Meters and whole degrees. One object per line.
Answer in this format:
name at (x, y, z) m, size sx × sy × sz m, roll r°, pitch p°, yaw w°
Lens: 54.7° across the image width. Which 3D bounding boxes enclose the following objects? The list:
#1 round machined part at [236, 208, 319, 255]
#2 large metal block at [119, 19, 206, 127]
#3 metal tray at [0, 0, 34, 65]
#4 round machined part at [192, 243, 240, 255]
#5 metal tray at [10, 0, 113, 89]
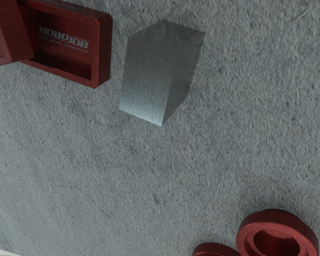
round machined part at (0.153, 0.145, 0.404) m, size 0.098 × 0.042 × 0.097 m, roll 13°, pitch 124°, yaw 20°
large metal block at (0.003, -0.061, 0.331) m, size 0.050 × 0.080 × 0.079 m, roll 23°, pitch 127°, yaw 14°
metal tray at (-0.222, -0.128, 0.409) m, size 0.130 × 0.030 × 0.089 m, roll 3°, pitch 113°, yaw 43°
round machined part at (0.092, 0.233, 0.491) m, size 0.098 × 0.042 × 0.097 m, roll 13°, pitch 124°, yaw 20°
metal tray at (-0.126, -0.113, 0.398) m, size 0.130 × 0.030 × 0.089 m, roll 21°, pitch 126°, yaw 15°
